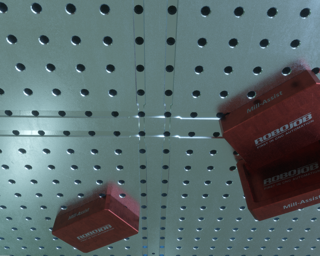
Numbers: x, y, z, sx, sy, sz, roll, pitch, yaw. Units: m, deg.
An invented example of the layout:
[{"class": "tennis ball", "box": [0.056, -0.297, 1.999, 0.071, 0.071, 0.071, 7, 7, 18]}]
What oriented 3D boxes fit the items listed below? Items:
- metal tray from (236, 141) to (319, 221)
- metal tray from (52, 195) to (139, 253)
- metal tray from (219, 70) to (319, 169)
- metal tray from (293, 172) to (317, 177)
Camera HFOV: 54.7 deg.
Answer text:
[{"class": "metal tray", "box": [0.179, 0.065, 0.427, 0.130, 0.090, 0.030, -24, 126, 18]}, {"class": "metal tray", "box": [-0.115, 0.176, 0.556, 0.130, 0.030, 0.090, -27, 126, 21]}, {"class": "metal tray", "box": [0.157, -0.005, 0.406, 0.130, 0.030, 0.090, -31, 124, 23]}, {"class": "metal tray", "box": [0.243, 0.077, 0.478, 0.130, 0.030, 0.090, -23, 127, 17]}]
